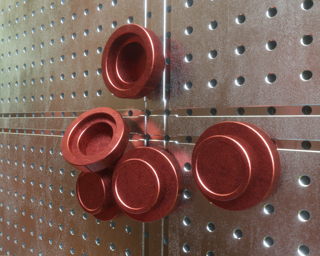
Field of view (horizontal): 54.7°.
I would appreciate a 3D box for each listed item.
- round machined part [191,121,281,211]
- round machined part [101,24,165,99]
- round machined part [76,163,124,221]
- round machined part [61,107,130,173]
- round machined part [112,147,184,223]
[{"bbox_3d":[0.074,0.041,0.336,0.098,0.042,0.097,0,90,39],"label":"round machined part"},{"bbox_3d":[-0.032,-0.088,0.423,0.098,0.042,0.097,0,90,39],"label":"round machined part"},{"bbox_3d":[-0.090,0.093,0.470,0.098,0.042,0.097,0,90,39],"label":"round machined part"},{"bbox_3d":[-0.088,0.021,0.448,0.098,0.042,0.098,-11,52,15],"label":"round machined part"},{"bbox_3d":[-0.022,0.073,0.401,0.098,0.042,0.097,-2,86,26],"label":"round machined part"}]
